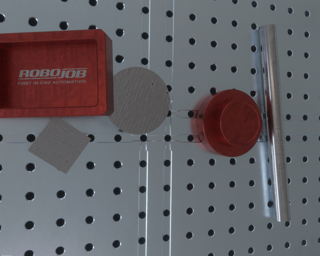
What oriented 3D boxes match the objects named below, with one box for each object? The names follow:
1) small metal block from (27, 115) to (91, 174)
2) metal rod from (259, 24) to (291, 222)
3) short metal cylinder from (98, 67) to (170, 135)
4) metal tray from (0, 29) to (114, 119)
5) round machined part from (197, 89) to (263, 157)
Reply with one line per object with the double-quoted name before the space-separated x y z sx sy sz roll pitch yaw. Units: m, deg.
"small metal block" -0.119 0.019 0.369 0.050 0.025 0.050 37 78 -17
"metal rod" 0.177 -0.006 0.478 0.025 0.025 0.298 -6 92 -20
"short metal cylinder" -0.034 -0.032 0.387 0.081 0.050 0.079 0 90 -20
"metal tray" -0.119 -0.056 0.338 0.131 0.030 0.089 -1 90 4
"round machined part" 0.106 -0.007 0.443 0.099 0.042 0.097 0 90 -20
